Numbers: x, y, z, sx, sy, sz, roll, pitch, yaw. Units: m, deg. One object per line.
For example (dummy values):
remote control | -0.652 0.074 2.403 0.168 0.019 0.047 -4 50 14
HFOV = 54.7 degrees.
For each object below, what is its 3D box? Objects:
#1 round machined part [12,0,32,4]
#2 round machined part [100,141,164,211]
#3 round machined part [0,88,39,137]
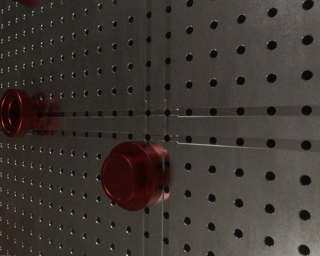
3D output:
round machined part | -0.291 -0.309 0.634 0.098 0.042 0.097 0 90 39
round machined part | -0.045 0.068 0.434 0.098 0.042 0.097 0 90 39
round machined part | -0.283 -0.030 0.628 0.098 0.042 0.097 0 90 39
